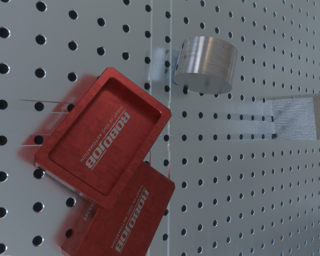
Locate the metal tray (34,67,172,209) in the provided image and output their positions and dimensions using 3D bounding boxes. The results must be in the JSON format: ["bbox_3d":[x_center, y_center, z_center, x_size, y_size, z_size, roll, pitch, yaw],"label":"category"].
[{"bbox_3d":[-0.057,0.009,0.335,0.090,0.030,0.130,36,65,-8],"label":"metal tray"}]

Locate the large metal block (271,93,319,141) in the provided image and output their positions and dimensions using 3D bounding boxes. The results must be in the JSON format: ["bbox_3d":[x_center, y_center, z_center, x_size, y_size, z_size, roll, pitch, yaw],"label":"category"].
[{"bbox_3d":[0.270,-0.022,0.600,0.050,0.080,0.079,-16,101,-39],"label":"large metal block"}]

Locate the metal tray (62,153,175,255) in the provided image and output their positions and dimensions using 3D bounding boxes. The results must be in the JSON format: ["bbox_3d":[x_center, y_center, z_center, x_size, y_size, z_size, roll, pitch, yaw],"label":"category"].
[{"bbox_3d":[-0.043,0.105,0.370,0.090,0.030,0.130,40,66,-33],"label":"metal tray"}]

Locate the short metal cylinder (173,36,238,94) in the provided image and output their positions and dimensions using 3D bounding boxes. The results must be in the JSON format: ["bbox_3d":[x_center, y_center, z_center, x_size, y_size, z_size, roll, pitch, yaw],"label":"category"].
[{"bbox_3d":[0.063,-0.083,0.426,0.080,0.080,0.050,20,78,-38],"label":"short metal cylinder"}]
